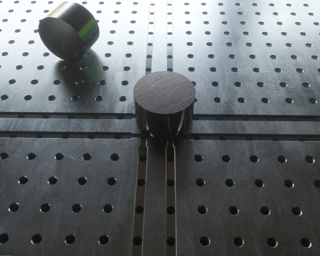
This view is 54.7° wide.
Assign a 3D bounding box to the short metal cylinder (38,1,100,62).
[{"bbox_3d":[-0.146,-0.155,0.501,0.080,0.080,0.050,16,52,13],"label":"short metal cylinder"}]

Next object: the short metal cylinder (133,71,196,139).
[{"bbox_3d":[0.006,-0.032,0.418,0.081,0.050,0.080,0,50,0],"label":"short metal cylinder"}]
